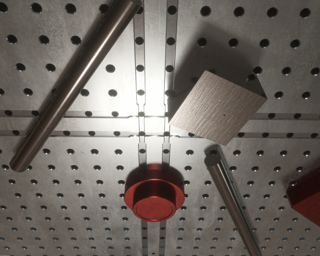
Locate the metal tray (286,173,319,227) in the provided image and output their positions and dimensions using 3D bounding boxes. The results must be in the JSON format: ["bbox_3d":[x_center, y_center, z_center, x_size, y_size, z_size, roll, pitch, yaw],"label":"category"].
[{"bbox_3d":[0.289,0.125,0.520,0.130,0.030,0.090,34,122,-26],"label":"metal tray"}]

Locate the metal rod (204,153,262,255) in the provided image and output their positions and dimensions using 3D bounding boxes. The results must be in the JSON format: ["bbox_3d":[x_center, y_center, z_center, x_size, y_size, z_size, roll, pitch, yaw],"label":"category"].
[{"bbox_3d":[0.135,0.150,0.541,0.025,0.025,0.299,-18,128,14],"label":"metal rod"}]

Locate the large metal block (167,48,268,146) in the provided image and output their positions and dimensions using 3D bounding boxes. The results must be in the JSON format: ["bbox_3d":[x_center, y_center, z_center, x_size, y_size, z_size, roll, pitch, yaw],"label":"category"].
[{"bbox_3d":[0.063,-0.034,0.367,0.080,0.050,0.080,21,127,-18],"label":"large metal block"}]

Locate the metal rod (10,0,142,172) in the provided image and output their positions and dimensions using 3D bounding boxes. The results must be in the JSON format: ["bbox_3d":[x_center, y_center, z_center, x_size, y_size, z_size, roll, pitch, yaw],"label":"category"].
[{"bbox_3d":[-0.118,-0.037,0.378,0.025,0.025,0.299,30,124,-23],"label":"metal rod"}]

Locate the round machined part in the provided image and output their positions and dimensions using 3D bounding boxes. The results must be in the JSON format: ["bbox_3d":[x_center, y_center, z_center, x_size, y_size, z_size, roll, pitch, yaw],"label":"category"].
[{"bbox_3d":[-0.009,0.115,0.498,0.099,0.042,0.097,0,130,0],"label":"round machined part"}]
